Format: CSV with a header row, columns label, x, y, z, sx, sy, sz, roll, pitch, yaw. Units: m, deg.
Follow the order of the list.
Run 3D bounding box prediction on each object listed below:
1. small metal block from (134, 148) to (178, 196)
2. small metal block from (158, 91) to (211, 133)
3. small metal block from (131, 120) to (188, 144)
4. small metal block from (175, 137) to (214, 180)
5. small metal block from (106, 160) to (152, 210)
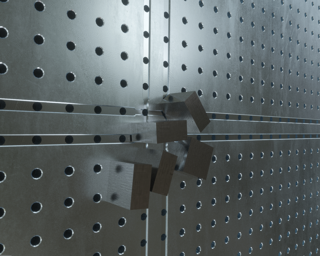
label,x,y,z,sx,sy,sz,roll,pitch,yaw
small metal block,-0.010,0.054,0.387,0.025,0.050,0.050,25,74,-38
small metal block,0.033,-0.021,0.423,0.025,0.050,0.050,-45,118,-31
small metal block,-0.001,0.004,0.394,0.050,0.050,0.025,-5,94,-40
small metal block,0.048,0.044,0.452,0.050,0.025,0.050,25,74,-38
small metal block,-0.037,0.065,0.364,0.025,0.050,0.050,8,85,-40
